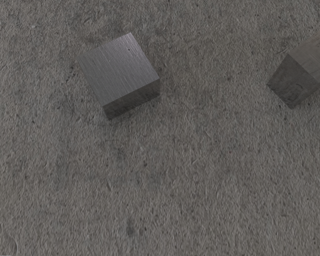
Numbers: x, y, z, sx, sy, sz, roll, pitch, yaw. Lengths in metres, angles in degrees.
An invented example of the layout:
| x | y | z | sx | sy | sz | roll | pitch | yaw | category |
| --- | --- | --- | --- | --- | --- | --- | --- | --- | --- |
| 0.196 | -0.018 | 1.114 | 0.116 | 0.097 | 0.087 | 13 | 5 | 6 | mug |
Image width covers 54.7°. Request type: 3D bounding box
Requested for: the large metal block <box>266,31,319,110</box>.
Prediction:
| x | y | z | sx | sy | sz | roll | pitch | yaw | category |
| --- | --- | --- | --- | --- | --- | --- | --- | --- | --- |
| 0.200 | -0.080 | 0.409 | 0.080 | 0.080 | 0.050 | -35 | 74 | -12 | large metal block |

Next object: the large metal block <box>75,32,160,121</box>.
| x | y | z | sx | sy | sz | roll | pitch | yaw | category |
| --- | --- | --- | --- | --- | --- | --- | --- | --- | --- |
| -0.055 | -0.069 | 0.420 | 0.080 | 0.050 | 0.080 | -28 | 73 | -10 | large metal block |
